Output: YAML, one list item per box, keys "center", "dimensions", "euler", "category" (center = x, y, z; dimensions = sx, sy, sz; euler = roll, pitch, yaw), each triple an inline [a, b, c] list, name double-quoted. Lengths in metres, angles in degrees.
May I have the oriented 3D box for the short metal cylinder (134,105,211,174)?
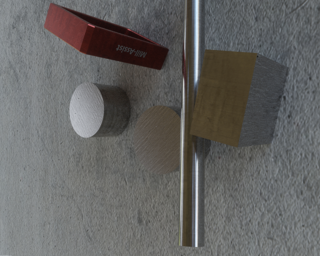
- center: [0.014, 0.014, 0.377]
  dimensions: [0.080, 0.050, 0.079]
  euler: [0, 90, 40]
  category: "short metal cylinder"

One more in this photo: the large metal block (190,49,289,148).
- center: [0.079, -0.028, 0.304]
  dimensions: [0.050, 0.081, 0.079]
  euler: [16, 100, 38]
  category: "large metal block"

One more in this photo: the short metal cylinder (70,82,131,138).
- center: [-0.090, -0.026, 0.463]
  dimensions: [0.080, 0.050, 0.079]
  euler: [0, 90, 40]
  category: "short metal cylinder"

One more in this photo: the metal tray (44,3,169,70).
- center: [-0.063, -0.112, 0.388]
  dimensions: [0.090, 0.131, 0.030]
  euler: [36, 113, 34]
  category: "metal tray"

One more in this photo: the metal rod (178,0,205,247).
- center: [0.035, -0.033, 0.331]
  dimensions: [0.025, 0.025, 0.299]
  euler: [-11, 70, 39]
  category: "metal rod"
